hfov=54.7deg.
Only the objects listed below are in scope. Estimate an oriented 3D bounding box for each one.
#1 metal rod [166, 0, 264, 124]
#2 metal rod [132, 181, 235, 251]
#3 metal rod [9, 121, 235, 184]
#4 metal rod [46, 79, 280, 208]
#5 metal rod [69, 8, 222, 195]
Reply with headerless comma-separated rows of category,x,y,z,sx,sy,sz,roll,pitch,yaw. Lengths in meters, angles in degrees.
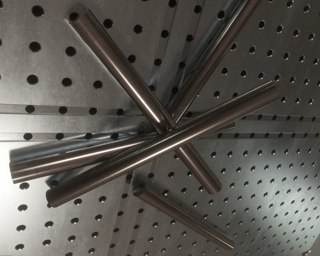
metal rod,0.094,-0.130,0.383,0.025,0.025,0.299,26,104,-38
metal rod,0.056,0.165,0.546,0.025,0.025,0.300,-46,130,3
metal rod,-0.032,0.022,0.408,0.303,0.025,0.025,-12,124,-22
metal rod,-0.004,0.023,0.371,0.301,0.025,0.025,-27,130,9
metal rod,0.001,-0.010,0.381,0.025,0.025,0.300,-40,122,-2
